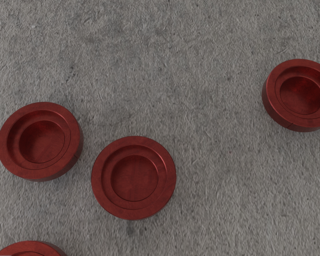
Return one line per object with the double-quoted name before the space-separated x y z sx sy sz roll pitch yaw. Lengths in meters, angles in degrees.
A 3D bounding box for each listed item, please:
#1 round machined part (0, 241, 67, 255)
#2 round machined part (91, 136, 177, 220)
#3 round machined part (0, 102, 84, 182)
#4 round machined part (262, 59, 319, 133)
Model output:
"round machined part" -0.140 0.174 0.335 0.099 0.042 0.098 0 70 0
"round machined part" -0.030 0.062 0.376 0.099 0.042 0.098 0 70 0
"round machined part" -0.145 0.020 0.391 0.099 0.042 0.098 0 70 0
"round machined part" 0.185 -0.040 0.415 0.099 0.042 0.098 0 70 0
